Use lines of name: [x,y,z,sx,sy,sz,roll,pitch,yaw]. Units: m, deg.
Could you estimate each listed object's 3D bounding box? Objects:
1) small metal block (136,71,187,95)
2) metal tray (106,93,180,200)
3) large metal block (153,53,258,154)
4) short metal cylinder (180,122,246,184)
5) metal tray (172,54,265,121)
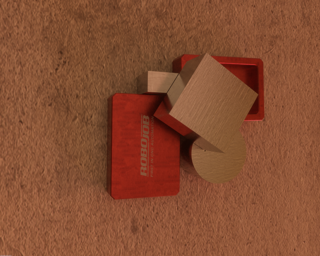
small metal block: [0.001,-0.055,0.397,0.050,0.050,0.025,1,90,-20]
metal tray: [-0.021,0.022,0.401,0.091,0.030,0.129,1,90,-20]
large metal block: [0.053,-0.027,0.362,0.080,0.050,0.080,34,79,-17]
short metal cylinder: [0.069,0.032,0.422,0.081,0.050,0.080,0,90,-20]
metal tray: [0.084,-0.054,0.439,0.131,0.030,0.089,-2,91,-20]
